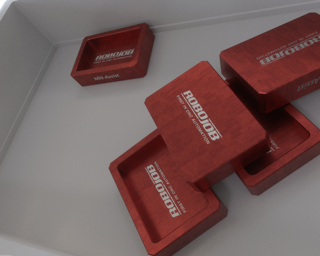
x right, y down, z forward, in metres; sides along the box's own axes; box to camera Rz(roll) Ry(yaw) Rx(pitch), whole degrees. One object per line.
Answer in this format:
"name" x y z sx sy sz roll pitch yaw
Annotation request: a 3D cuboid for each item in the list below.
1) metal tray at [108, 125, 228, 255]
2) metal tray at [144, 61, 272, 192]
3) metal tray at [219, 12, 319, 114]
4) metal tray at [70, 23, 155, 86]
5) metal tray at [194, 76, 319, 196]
"metal tray" 0.004 0.069 0.358 0.090 0.030 0.130 -37 51 3
"metal tray" 0.047 -0.007 0.343 0.090 0.030 0.130 -33 51 6
"metal tray" 0.146 -0.077 0.348 0.131 0.030 0.090 -24 46 -5
"metal tray" -0.079 -0.121 0.518 0.130 0.030 0.090 -4 60 26
"metal tray" 0.102 -0.002 0.349 0.090 0.030 0.130 -36 51 4
